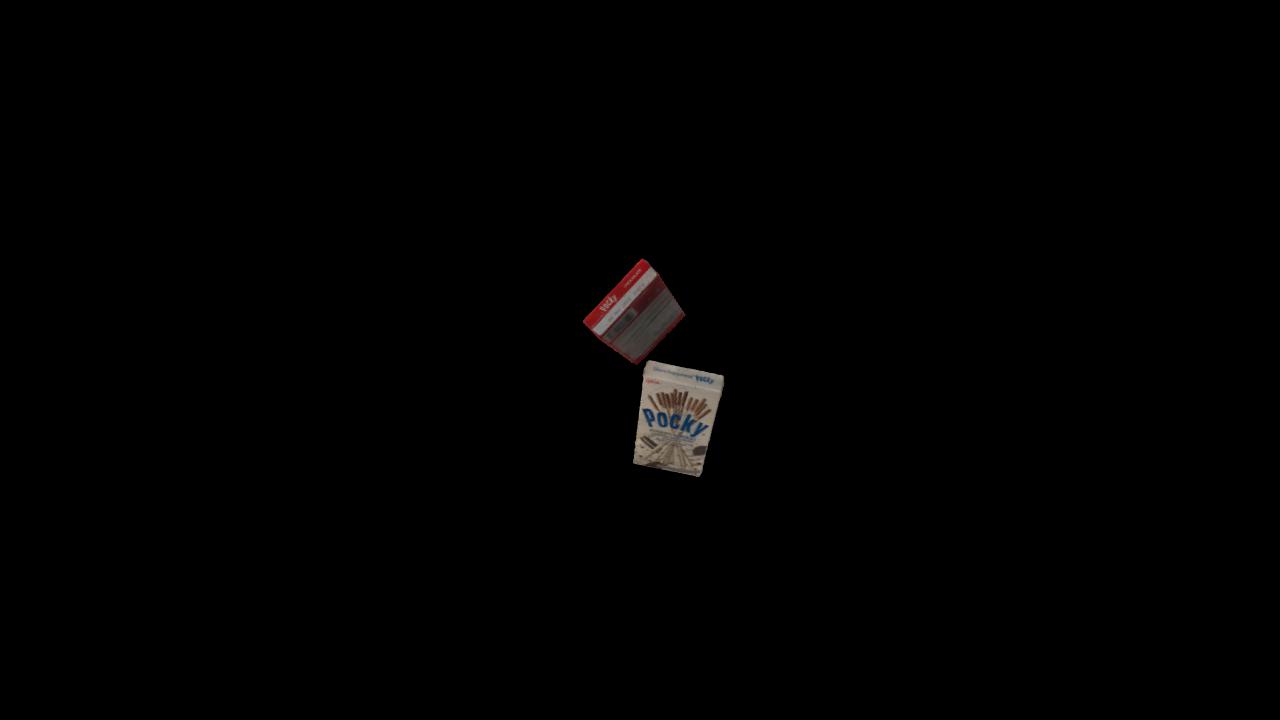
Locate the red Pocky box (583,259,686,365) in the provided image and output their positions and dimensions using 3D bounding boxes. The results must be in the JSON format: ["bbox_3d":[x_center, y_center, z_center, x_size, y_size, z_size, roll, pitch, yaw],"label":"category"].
[{"bbox_3d":[-0.001,-0.043,0.634,0.028,0.083,0.155,44,2,16],"label":"red Pocky box"}]

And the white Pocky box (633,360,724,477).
[{"bbox_3d":[0.040,0.069,0.679,0.084,0.154,0.028,11,45,5],"label":"white Pocky box"}]
